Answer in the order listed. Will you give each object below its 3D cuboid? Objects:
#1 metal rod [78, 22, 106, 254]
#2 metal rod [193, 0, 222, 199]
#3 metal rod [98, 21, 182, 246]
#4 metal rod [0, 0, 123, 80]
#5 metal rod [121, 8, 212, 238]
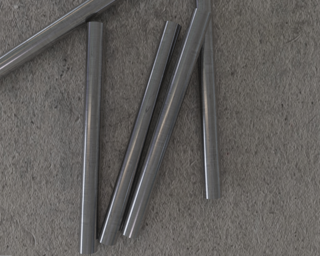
[{"bbox_3d":[-0.089,0.013,0.409,0.025,0.025,0.298,2,90,0],"label":"metal rod"},{"bbox_3d":[0.062,-0.058,0.410,0.025,0.025,0.298,-3,90,0],"label":"metal rod"},{"bbox_3d":[-0.026,0.007,0.409,0.025,0.025,0.298,17,90,0],"label":"metal rod"},{"bbox_3d":[-0.127,-0.134,0.408,0.301,0.025,0.025,-33,90,0],"label":"metal rod"},{"bbox_3d":[0.006,-0.002,0.397,0.025,0.025,0.298,18,95,0],"label":"metal rod"}]
